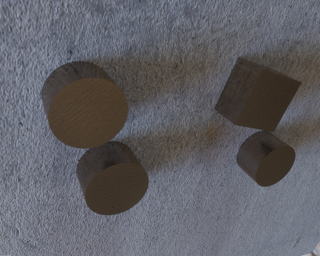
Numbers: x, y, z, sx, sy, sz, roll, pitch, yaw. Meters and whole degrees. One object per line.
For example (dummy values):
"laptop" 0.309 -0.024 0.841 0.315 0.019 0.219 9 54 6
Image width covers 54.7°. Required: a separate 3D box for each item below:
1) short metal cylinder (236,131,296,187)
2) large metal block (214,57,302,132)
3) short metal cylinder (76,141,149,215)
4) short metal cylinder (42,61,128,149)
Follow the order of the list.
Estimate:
"short metal cylinder" 0.177 0.051 0.519 0.081 0.050 0.079 -14 124 -21
"large metal block" 0.137 -0.045 0.437 0.081 0.050 0.079 9 114 -32
"short metal cylinder" -0.061 0.064 0.397 0.081 0.050 0.079 -14 124 -21
"short metal cylinder" -0.081 -0.025 0.331 0.081 0.050 0.079 -14 124 -21
